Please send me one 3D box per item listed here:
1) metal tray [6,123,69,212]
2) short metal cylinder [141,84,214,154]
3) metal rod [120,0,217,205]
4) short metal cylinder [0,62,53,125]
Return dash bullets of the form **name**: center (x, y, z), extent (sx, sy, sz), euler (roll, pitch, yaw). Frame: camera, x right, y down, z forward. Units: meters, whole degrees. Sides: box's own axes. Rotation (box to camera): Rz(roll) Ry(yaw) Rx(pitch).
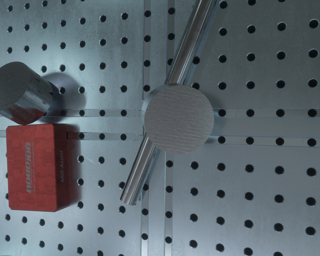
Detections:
- **metal tray**: center (-0.189, 0.059, 0.477), extent (0.090, 0.030, 0.129), euler (-3, 89, 20)
- **short metal cylinder**: center (0.019, -0.013, 0.375), extent (0.081, 0.050, 0.079), euler (-1, 101, -7)
- **metal rod**: center (0.010, -0.037, 0.408), extent (0.025, 0.025, 0.298), euler (24, 98, 18)
- **short metal cylinder**: center (-0.209, -0.051, 0.459), extent (0.080, 0.050, 0.080), euler (-8, 65, 17)
